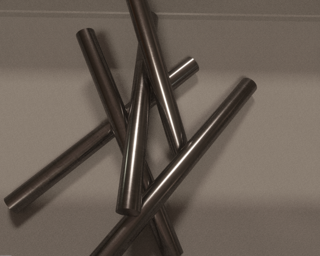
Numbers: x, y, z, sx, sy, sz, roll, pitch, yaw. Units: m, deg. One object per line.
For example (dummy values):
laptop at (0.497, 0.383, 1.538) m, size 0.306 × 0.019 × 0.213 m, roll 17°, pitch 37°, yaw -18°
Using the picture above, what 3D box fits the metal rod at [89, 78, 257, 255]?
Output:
metal rod at (0.031, 0.038, 0.369) m, size 0.025 × 0.025 × 0.301 m, roll 38°, pitch 64°, yaw 12°

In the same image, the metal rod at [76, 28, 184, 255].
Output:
metal rod at (-0.041, 0.012, 0.381) m, size 0.025 × 0.025 × 0.299 m, roll -21°, pitch 80°, yaw -8°

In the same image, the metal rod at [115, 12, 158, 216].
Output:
metal rod at (-0.024, -0.041, 0.390) m, size 0.025 × 0.025 × 0.300 m, roll 3°, pitch 57°, yaw 1°

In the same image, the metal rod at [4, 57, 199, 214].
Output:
metal rod at (-0.066, 0.001, 0.408) m, size 0.301 × 0.025 × 0.025 m, roll -39°, pitch 75°, yaw -14°

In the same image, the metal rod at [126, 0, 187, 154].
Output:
metal rod at (-0.016, -0.112, 0.378) m, size 0.025 × 0.025 × 0.298 m, roll -18°, pitch 99°, yaw -7°
